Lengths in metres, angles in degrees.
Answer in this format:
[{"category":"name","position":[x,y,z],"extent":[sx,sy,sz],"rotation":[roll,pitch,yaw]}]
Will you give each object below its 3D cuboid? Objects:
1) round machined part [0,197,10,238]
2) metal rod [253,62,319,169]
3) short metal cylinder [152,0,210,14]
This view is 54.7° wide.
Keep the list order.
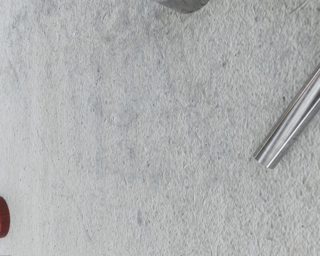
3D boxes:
[{"category":"round machined part","position":[-0.391,0.210,0.717],"extent":[0.098,0.042,0.097],"rotation":[0,90,40]},{"category":"metal rod","position":[0.174,-0.087,0.261],"extent":[0.025,0.025,0.298],"rotation":[43,116,31]},{"category":"short metal cylinder","position":[0.023,-0.184,0.369],"extent":[0.080,0.050,0.080],"rotation":[0,90,40]}]
